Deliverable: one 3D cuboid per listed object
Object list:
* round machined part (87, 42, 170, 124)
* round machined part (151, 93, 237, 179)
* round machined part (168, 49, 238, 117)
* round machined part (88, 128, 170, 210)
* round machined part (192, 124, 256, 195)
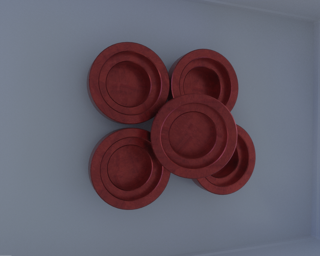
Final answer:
[{"bbox_3d":[-0.041,-0.053,0.385,0.099,0.042,0.097,0,90,-21],"label":"round machined part"},{"bbox_3d":[0.038,0.008,0.370,0.099,0.042,0.097,0,95,-2],"label":"round machined part"},{"bbox_3d":[0.053,-0.054,0.420,0.099,0.042,0.097,0,90,-21],"label":"round machined part"},{"bbox_3d":[-0.040,0.048,0.386,0.099,0.042,0.097,0,90,-21],"label":"round machined part"},{"bbox_3d":[0.079,0.040,0.431,0.099,0.042,0.097,0,90,-21],"label":"round machined part"}]
